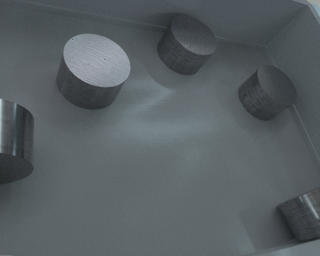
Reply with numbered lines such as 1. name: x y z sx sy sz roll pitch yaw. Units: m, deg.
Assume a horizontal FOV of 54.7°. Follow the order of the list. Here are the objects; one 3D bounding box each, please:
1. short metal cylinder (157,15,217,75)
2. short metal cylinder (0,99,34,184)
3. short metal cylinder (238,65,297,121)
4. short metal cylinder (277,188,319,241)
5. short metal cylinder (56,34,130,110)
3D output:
1. short metal cylinder: 0.042 -0.131 0.492 0.081 0.050 0.080 14 56 -21
2. short metal cylinder: -0.156 0.015 0.277 0.081 0.080 0.050 3 60 -27
3. short metal cylinder: 0.181 -0.059 0.523 0.081 0.050 0.080 14 56 -21
4. short metal cylinder: 0.207 0.111 0.414 0.081 0.080 0.050 -10 67 -32
5. short metal cylinder: -0.084 -0.070 0.387 0.081 0.050 0.080 14 56 -21
